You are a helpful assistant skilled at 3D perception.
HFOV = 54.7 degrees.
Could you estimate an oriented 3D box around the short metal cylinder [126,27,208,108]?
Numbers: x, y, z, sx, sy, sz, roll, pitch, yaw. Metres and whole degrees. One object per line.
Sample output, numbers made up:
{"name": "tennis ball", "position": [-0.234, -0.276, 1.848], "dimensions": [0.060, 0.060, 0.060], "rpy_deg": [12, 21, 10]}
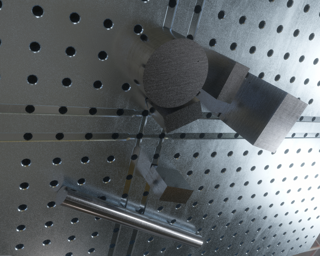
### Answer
{"name": "short metal cylinder", "position": [0.008, -0.070, 0.358], "dimensions": [0.081, 0.050, 0.079], "rpy_deg": [-14, 125, -21]}

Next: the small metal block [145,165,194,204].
{"name": "small metal block", "position": [0.013, 0.083, 0.455], "dimensions": [0.050, 0.050, 0.025], "rpy_deg": [17, 109, -35]}

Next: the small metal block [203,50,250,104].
{"name": "small metal block", "position": [0.080, -0.066, 0.400], "dimensions": [0.025, 0.050, 0.050], "rpy_deg": [13, 112, -34]}

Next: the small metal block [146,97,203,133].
{"name": "small metal block", "position": [0.018, -0.025, 0.391], "dimensions": [0.050, 0.050, 0.025], "rpy_deg": [-25, 128, -14]}

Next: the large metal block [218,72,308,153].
{"name": "large metal block", "position": [0.144, -0.023, 0.442], "dimensions": [0.050, 0.080, 0.080], "rpy_deg": [18, 109, -36]}

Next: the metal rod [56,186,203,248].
{"name": "metal rod", "position": [-0.028, 0.150, 0.490], "dimensions": [0.301, 0.025, 0.025], "rpy_deg": [33, 100, -39]}
